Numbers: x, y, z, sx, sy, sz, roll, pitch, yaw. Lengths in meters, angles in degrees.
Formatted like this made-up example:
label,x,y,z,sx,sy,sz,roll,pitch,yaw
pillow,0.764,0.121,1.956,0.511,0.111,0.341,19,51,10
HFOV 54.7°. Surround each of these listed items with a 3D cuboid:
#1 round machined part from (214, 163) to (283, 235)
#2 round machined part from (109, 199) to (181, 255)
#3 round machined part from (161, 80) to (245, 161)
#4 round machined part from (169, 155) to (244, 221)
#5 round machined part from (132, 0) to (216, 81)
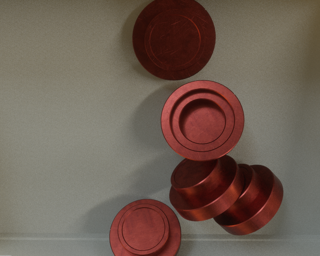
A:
label,x,y,z,sx,sy,sz,roll,pitch,yaw
round machined part,0.105,0.085,0.405,0.098,0.098,0.042,-41,108,13
round machined part,-0.020,0.143,0.422,0.099,0.098,0.042,-4,145,1
round machined part,0.053,-0.007,0.386,0.098,0.042,0.097,-1,81,10
round machined part,0.053,0.066,0.396,0.098,0.098,0.042,-31,113,10
round machined part,0.017,-0.104,0.364,0.099,0.042,0.097,0,110,-1
